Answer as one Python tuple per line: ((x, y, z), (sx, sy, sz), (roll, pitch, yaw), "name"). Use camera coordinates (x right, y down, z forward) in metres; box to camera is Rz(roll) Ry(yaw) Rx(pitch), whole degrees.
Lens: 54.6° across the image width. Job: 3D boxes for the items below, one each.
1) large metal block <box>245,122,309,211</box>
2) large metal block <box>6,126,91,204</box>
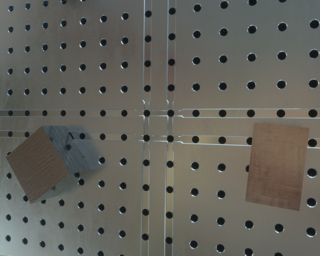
((0.127, 0.037, 0.339), (0.050, 0.080, 0.080), (7, 92, 20), "large metal block")
((-0.165, 0.052, 0.458), (0.080, 0.050, 0.080), (-37, 78, 16), "large metal block")
